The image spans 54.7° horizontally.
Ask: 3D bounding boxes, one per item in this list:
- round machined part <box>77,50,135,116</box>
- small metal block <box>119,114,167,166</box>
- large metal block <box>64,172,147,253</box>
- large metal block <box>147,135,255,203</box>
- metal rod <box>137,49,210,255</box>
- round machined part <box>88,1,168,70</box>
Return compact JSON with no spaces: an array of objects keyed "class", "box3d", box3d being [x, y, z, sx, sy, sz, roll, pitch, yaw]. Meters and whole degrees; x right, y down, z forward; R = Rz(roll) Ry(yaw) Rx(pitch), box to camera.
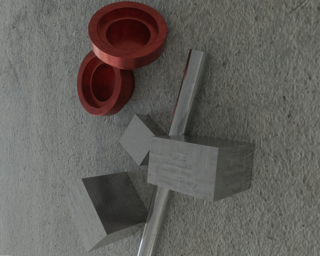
[{"class":"round machined part","box3d":[-0.076,-0.066,0.456,0.098,0.042,0.097,0,90,40]},{"class":"small metal block","box3d":[-0.023,0.016,0.424,0.050,0.025,0.050,47,118,30]},{"class":"large metal block","box3d":[-0.072,0.112,0.428,0.050,0.081,0.080,-47,62,30]},{"class":"large metal block","box3d":[0.045,0.038,0.332,0.080,0.081,0.050,8,95,39]},{"class":"metal rod","box3d":[0.012,0.052,0.395,0.025,0.025,0.298,23,104,37]},{"class":"round machined part","box3d":[-0.041,-0.115,0.404,0.098,0.099,0.042,59,162,23]}]
